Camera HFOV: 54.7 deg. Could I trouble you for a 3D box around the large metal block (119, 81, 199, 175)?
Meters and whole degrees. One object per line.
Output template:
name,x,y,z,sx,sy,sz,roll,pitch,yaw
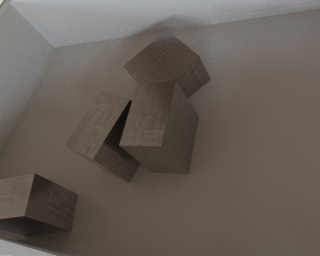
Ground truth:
large metal block,0.004,0.002,0.366,0.050,0.080,0.080,-1,61,27

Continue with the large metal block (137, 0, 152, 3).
large metal block,-0.007,-0.285,0.569,0.080,0.050,0.080,-2,61,27

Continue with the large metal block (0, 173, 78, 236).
large metal block,-0.167,0.101,0.394,0.080,0.080,0.050,-12,57,21

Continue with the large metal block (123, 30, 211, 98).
large metal block,0.009,-0.077,0.431,0.080,0.050,0.080,-40,51,1

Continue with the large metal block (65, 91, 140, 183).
large metal block,-0.056,0.012,0.391,0.050,0.080,0.080,19,72,35
